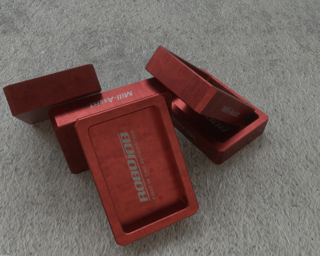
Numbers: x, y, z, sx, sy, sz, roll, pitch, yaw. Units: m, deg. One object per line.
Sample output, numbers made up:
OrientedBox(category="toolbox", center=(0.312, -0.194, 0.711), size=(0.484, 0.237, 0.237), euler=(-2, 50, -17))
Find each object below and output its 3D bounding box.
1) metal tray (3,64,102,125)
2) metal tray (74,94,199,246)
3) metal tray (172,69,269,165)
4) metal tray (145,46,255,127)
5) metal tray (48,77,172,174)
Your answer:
OrientedBox(category="metal tray", center=(-0.123, -0.036, 0.372), size=(0.091, 0.130, 0.030), euler=(-19, 92, -16))
OrientedBox(category="metal tray", center=(-0.022, 0.040, 0.314), size=(0.091, 0.030, 0.129), euler=(-20, 98, -16))
OrientedBox(category="metal tray", center=(0.066, -0.022, 0.420), size=(0.091, 0.030, 0.130), euler=(-31, 57, -24))
OrientedBox(category="metal tray", center=(0.053, -0.046, 0.371), size=(0.090, 0.030, 0.131), euler=(45, 18, 30))
OrientedBox(category="metal tray", center=(-0.052, -0.002, 0.363), size=(0.131, 0.089, 0.030), euler=(-20, 53, -16))
